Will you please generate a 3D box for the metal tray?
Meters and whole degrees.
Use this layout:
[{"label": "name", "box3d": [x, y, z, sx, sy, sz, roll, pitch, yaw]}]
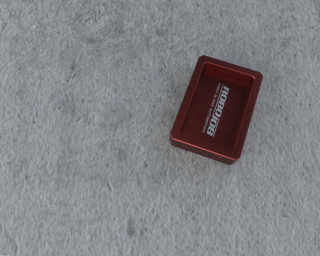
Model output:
[{"label": "metal tray", "box3d": [0.076, -0.026, 0.415, 0.090, 0.030, 0.130, 19, 71, 7]}]
